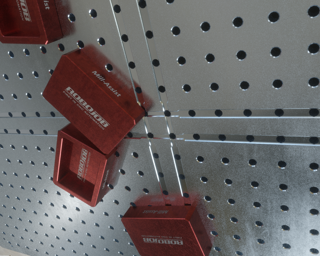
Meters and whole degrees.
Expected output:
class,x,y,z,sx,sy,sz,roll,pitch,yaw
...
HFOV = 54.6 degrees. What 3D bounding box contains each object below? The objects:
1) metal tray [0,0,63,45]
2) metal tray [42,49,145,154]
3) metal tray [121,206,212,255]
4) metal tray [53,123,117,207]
class,x,y,z,sx,sy,sz,roll,pitch,yaw
metal tray,-0.184,-0.176,0.397,0.090,0.030,0.129,8,122,24
metal tray,-0.095,-0.034,0.438,0.130,0.030,0.090,43,129,-2
metal tray,0.009,0.173,0.511,0.130,0.030,0.090,-10,114,32
metal tray,-0.128,0.064,0.515,0.090,0.030,0.129,28,128,10
